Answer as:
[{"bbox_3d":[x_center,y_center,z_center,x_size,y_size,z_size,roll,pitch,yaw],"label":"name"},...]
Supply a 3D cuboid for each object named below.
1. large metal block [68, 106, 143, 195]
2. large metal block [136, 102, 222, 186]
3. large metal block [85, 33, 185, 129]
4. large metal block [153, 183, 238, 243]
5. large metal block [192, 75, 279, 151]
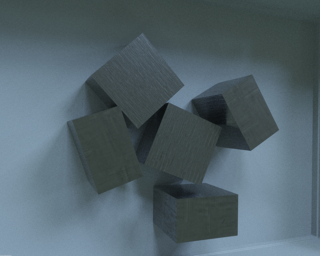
[{"bbox_3d":[-0.066,0.022,0.356,0.050,0.080,0.080,-20,97,-19],"label":"large metal block"},{"bbox_3d":[0.022,0.021,0.405,0.080,0.050,0.080,24,82,-19],"label":"large metal block"},{"bbox_3d":[-0.032,-0.055,0.384,0.080,0.050,0.080,-44,104,-15],"label":"large metal block"},{"bbox_3d":[0.043,0.104,0.398,0.081,0.080,0.050,1,90,-20],"label":"large metal block"},{"bbox_3d":[0.099,-0.019,0.417,0.050,0.080,0.080,-33,101,-17],"label":"large metal block"}]
